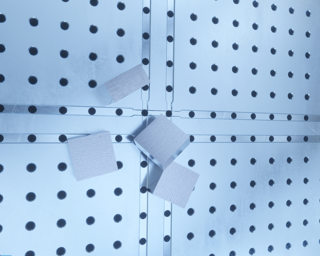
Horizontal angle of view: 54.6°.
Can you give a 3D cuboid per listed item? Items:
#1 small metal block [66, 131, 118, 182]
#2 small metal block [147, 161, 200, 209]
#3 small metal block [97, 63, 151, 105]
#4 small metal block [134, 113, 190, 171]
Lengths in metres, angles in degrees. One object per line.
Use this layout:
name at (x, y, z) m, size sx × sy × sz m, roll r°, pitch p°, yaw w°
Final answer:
small metal block at (-0.084, 0.033, 0.382) m, size 0.050 × 0.025 × 0.050 m, roll -13°, pitch 95°, yaw -20°
small metal block at (0.018, 0.074, 0.419) m, size 0.050 × 0.025 × 0.050 m, roll 29°, pitch 81°, yaw -18°
small metal block at (-0.046, -0.052, 0.382) m, size 0.050 × 0.050 × 0.025 m, roll -32°, pitch 101°, yaw -17°
small metal block at (0.003, 0.018, 0.401) m, size 0.050 × 0.025 × 0.050 m, roll 40°, pitch 74°, yaw 20°
